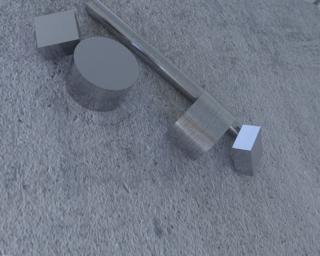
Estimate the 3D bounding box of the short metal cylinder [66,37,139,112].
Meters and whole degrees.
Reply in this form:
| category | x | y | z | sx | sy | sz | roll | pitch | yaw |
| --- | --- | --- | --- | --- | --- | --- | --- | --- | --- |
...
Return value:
| category | x | y | z | sx | sy | sz | roll | pitch | yaw |
| --- | --- | --- | --- | --- | --- | --- | --- | --- | --- |
| short metal cylinder | -0.073 | -0.067 | 0.390 | 0.081 | 0.050 | 0.080 | 14 | 56 | -21 |

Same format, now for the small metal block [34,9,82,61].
| category | x | y | z | sx | sy | sz | roll | pitch | yaw |
| --- | --- | --- | --- | --- | --- | --- | --- | --- | --- |
| small metal block | -0.128 | -0.119 | 0.395 | 0.050 | 0.025 | 0.050 | -14 | 66 | -4 |

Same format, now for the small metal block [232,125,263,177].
| category | x | y | z | sx | sy | sz | roll | pitch | yaw |
| --- | --- | --- | --- | --- | --- | --- | --- | --- | --- |
| small metal block | 0.124 | 0.031 | 0.436 | 0.025 | 0.050 | 0.050 | 8 | 43 | 31 |

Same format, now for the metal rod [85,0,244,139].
| category | x | y | z | sx | sy | sz | roll | pitch | yaw |
| --- | --- | --- | --- | --- | --- | --- | --- | --- | --- |
| metal rod | 0.011 | -0.087 | 0.464 | 0.300 | 0.025 | 0.025 | 40 | 51 | -1 |

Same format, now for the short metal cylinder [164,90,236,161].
| category | x | y | z | sx | sy | sz | roll | pitch | yaw |
| --- | --- | --- | --- | --- | --- | --- | --- | --- | --- |
| short metal cylinder | 0.051 | -0.003 | 0.400 | 0.050 | 0.080 | 0.080 | 43 | 51 | 1 |
